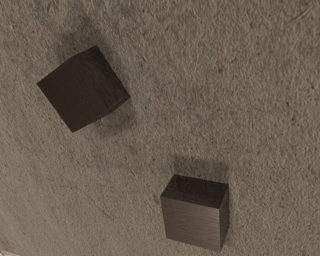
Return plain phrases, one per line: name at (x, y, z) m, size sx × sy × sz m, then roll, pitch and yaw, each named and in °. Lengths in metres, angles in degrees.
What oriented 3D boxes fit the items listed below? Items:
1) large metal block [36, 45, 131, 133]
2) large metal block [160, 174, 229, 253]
large metal block at (-0.101, -0.050, 0.411) m, size 0.080 × 0.050 × 0.080 m, roll -23°, pitch 107°, yaw 36°
large metal block at (0.051, 0.118, 0.436) m, size 0.080 × 0.050 × 0.079 m, roll 7°, pitch 121°, yaw 24°
